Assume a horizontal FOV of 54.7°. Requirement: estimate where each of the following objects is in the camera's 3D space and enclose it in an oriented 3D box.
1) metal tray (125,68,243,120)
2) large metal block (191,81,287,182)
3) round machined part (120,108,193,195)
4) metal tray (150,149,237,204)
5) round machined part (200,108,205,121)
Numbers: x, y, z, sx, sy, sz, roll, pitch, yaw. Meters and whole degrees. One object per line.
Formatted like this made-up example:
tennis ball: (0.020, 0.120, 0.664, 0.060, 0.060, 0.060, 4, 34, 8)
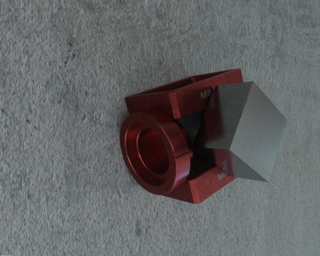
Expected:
metal tray: (0.034, -0.044, 0.395, 0.131, 0.090, 0.030, -23, 105, -38)
large metal block: (0.092, 0.005, 0.349, 0.080, 0.050, 0.080, 37, 67, -34)
round machined part: (0.000, 0.024, 0.360, 0.042, 0.098, 0.097, -20, 103, -39)
metal tray: (0.057, 0.051, 0.412, 0.131, 0.090, 0.030, -23, 105, -38)
round machined part: (0.096, -0.015, 0.441, 0.042, 0.098, 0.097, -20, 103, -39)
